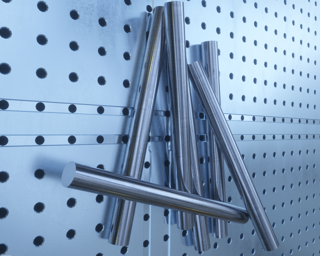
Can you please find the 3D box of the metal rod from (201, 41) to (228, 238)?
[{"bbox_3d":[0.084,0.019,0.478,0.025,0.025,0.298,-6,94,-40],"label":"metal rod"}]

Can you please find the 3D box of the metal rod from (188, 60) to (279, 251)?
[{"bbox_3d":[0.107,0.044,0.456,0.025,0.025,0.299,-28,97,-36],"label":"metal rod"}]

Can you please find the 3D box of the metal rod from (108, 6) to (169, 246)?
[{"bbox_3d":[-0.023,-0.009,0.388,0.025,0.025,0.299,17,79,-39],"label":"metal rod"}]

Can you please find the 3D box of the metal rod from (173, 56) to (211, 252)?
[{"bbox_3d":[0.042,0.030,0.442,0.025,0.025,0.298,-14,99,-39],"label":"metal rod"}]

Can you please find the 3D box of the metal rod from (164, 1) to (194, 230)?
[{"bbox_3d":[0.027,-0.008,0.411,0.025,0.025,0.298,-12,104,-39],"label":"metal rod"}]

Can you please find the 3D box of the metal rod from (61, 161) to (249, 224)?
[{"bbox_3d":[0.021,0.090,0.386,0.301,0.025,0.025,24,75,-39],"label":"metal rod"}]
